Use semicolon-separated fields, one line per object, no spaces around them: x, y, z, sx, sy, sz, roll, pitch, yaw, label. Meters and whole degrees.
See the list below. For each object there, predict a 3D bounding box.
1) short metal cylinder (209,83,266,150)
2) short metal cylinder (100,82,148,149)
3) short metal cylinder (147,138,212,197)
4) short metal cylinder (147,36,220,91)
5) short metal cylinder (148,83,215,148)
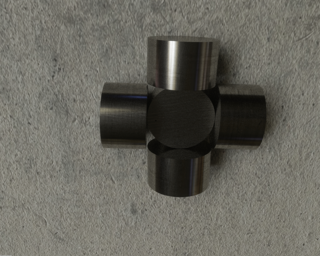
0.091;-0.014;0.378;0.050;0.080;0.079;2;110;-1;short metal cylinder
-0.041;-0.015;0.376;0.050;0.080;0.079;2;110;-1;short metal cylinder
0.024;0.046;0.399;0.081;0.080;0.050;0;110;-1;short metal cylinder
0.025;-0.076;0.353;0.081;0.080;0.050;2;111;-1;short metal cylinder
0.025;-0.021;0.391;0.081;0.050;0.079;0;110;-1;short metal cylinder
